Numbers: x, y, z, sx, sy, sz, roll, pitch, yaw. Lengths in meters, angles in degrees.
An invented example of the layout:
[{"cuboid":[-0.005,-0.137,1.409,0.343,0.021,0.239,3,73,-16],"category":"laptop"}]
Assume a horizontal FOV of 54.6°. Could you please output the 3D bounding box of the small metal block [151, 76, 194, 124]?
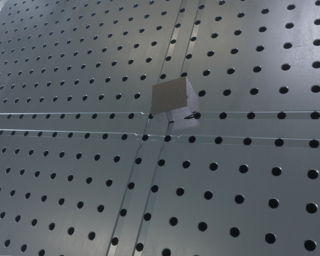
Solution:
[{"cuboid":[0.017,-0.038,0.423,0.050,0.025,0.050,-13,56,21],"category":"small metal block"}]
